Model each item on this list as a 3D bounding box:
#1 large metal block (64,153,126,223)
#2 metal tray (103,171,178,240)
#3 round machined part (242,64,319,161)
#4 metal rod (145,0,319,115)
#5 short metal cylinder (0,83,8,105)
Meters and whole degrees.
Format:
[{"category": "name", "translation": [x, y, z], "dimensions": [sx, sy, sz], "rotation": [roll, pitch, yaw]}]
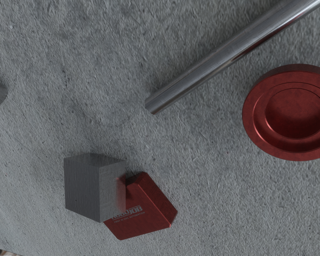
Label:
[{"category": "large metal block", "translation": [-0.099, 0.086, 0.468], "dimensions": [0.080, 0.050, 0.079], "rotation": [7, 100, 37]}, {"category": "metal tray", "translation": [-0.047, 0.132, 0.508], "dimensions": [0.130, 0.030, 0.090], "rotation": [-29, 103, 37]}, {"category": "round machined part", "translation": [0.137, -0.018, 0.312], "dimensions": [0.098, 0.042, 0.097], "rotation": [13, 124, 20]}, {"category": "metal rod", "translation": [0.091, -0.090, 0.302], "dimensions": [0.299, 0.025, 0.025], "rotation": [-32, 101, 37]}, {"category": "short metal cylinder", "translation": [-0.293, -0.053, 0.490], "dimensions": [0.050, 0.080, 0.080], "rotation": [46, 129, -4]}]
